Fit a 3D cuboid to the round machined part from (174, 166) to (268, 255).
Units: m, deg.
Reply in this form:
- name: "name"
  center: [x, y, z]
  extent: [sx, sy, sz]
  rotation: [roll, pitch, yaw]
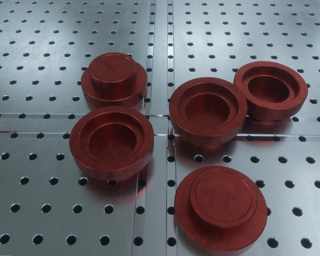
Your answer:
- name: "round machined part"
  center: [0.064, 0.081, 0.329]
  extent: [0.099, 0.042, 0.098]
  rotation: [0, 50, 0]

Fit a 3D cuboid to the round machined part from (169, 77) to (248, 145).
- name: "round machined part"
  center: [0.062, -0.018, 0.408]
  extent: [0.098, 0.042, 0.098]
  rotation: [-3, 54, 4]

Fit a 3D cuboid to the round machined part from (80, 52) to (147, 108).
- name: "round machined part"
  center: [-0.068, -0.075, 0.460]
  extent: [0.099, 0.042, 0.098]
  rotation: [0, 50, 0]

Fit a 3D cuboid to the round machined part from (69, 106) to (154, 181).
- name: "round machined part"
  center: [-0.056, 0.022, 0.378]
  extent: [0.099, 0.042, 0.098]
  rotation: [0, 50, 0]

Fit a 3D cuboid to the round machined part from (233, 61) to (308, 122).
- name: "round machined part"
  center: [0.151, -0.047, 0.437]
  extent: [0.099, 0.042, 0.098]
  rotation: [0, 50, 0]
